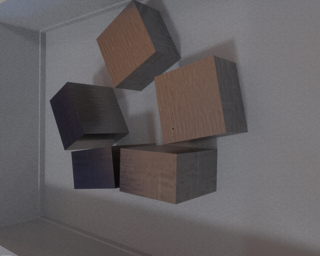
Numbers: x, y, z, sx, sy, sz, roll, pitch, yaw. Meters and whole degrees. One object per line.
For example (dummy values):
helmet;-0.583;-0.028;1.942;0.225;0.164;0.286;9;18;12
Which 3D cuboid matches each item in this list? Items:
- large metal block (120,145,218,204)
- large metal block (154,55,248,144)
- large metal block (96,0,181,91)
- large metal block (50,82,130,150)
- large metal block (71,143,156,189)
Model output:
large metal block;0.011;0.049;0.360;0.080;0.081;0.050;2;92;39
large metal block;0.045;-0.027;0.352;0.080;0.050;0.080;-13;82;39
large metal block;-0.030;-0.106;0.414;0.080;0.050;0.080;-34;69;34
large metal block;-0.102;-0.016;0.453;0.050;0.081;0.080;-35;69;34
large metal block;-0.060;0.051;0.418;0.080;0.081;0.050;-10;84;39
